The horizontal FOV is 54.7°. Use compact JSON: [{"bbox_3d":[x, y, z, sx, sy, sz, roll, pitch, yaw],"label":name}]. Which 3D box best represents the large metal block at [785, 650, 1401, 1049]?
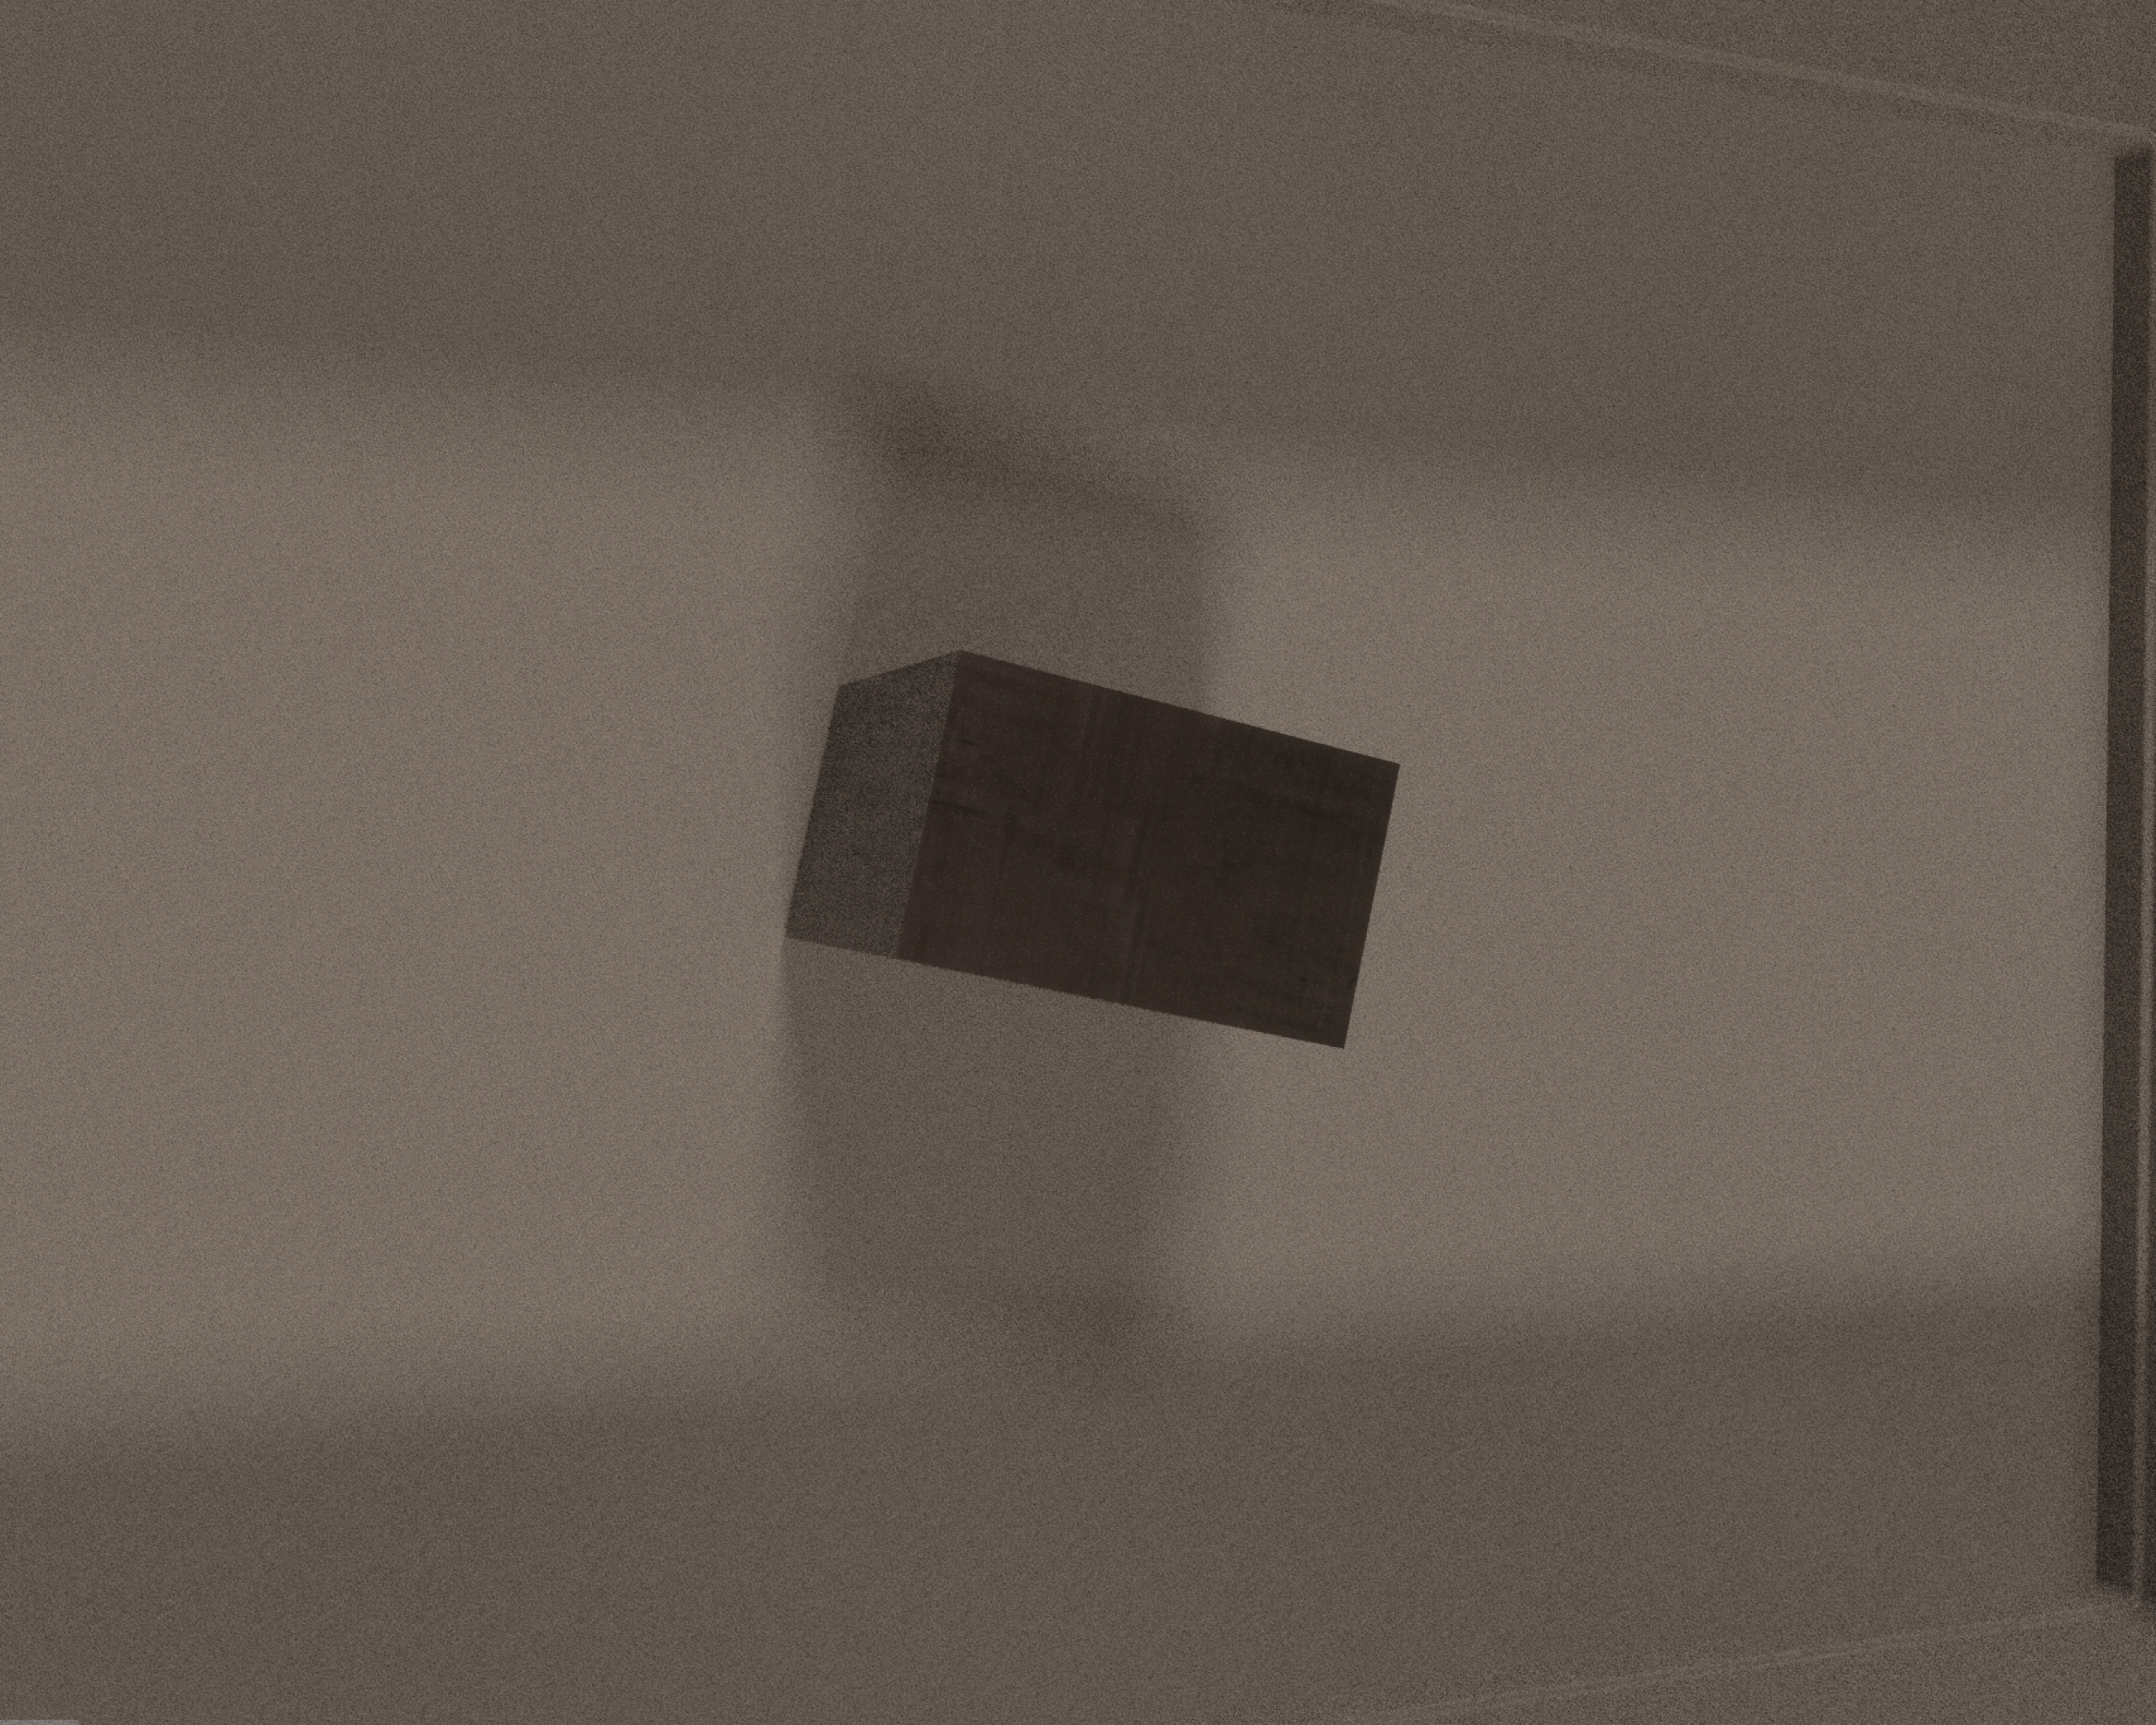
[{"bbox_3d":[-0.001,-0.001,0.380,0.081,0.080,0.050,13,86,-20],"label":"large metal block"}]
